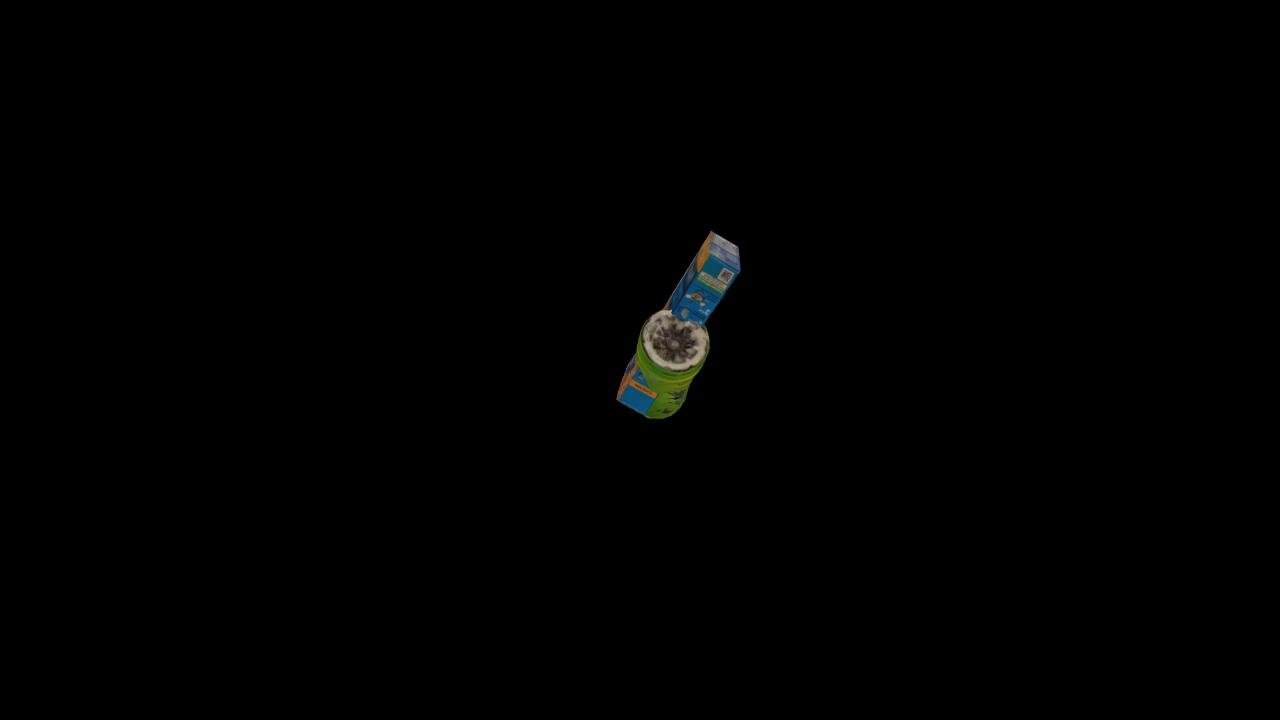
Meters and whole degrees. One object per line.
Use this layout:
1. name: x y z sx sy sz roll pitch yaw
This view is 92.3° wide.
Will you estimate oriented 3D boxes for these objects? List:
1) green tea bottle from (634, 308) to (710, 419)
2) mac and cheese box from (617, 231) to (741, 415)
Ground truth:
1. green tea bottle: 0.025 0.019 0.676 0.073 0.073 0.212 0 -22 -4
2. mac and cheese box: 0.039 -0.038 0.639 0.041 0.184 0.093 29 25 -7
